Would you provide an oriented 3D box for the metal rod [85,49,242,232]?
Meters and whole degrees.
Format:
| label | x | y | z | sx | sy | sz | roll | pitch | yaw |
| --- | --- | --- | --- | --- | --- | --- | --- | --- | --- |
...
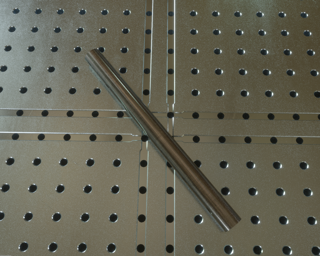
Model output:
| label | x | y | z | sx | sy | sz | roll | pitch | yaw |
| --- | --- | --- | --- | --- | --- | --- | --- | --- | --- |
| metal rod | -0.005 | 0.005 | 0.409 | 0.025 | 0.025 | 0.300 | -37 | 74 | -12 |
